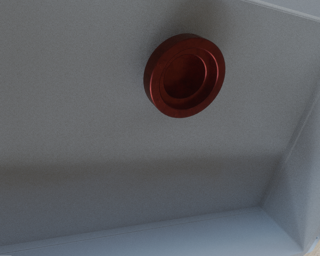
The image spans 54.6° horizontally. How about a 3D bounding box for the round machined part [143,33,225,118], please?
[{"bbox_3d":[0.025,-0.064,0.371,0.099,0.042,0.097,-14,124,-21],"label":"round machined part"}]
